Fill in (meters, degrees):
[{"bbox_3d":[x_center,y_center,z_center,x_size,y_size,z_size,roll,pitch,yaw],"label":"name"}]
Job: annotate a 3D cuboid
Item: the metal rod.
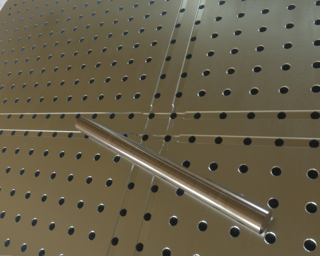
[{"bbox_3d":[-0.008,0.042,0.387,0.300,0.025,0.025,24,75,36],"label":"metal rod"}]
